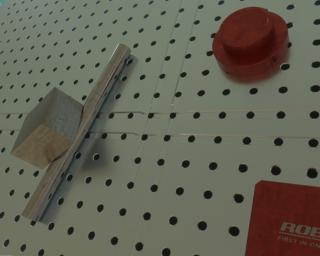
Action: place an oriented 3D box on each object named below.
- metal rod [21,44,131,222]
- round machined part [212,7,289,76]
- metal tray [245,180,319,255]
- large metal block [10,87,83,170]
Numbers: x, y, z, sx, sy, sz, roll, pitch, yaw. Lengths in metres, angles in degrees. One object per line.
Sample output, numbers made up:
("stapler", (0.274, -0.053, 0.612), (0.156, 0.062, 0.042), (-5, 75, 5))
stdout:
("metal rod", (-0.119, -0.005, 0.473), (0.025, 0.025, 0.300), (12, 68, 33))
("round machined part", (0.117, -0.120, 0.410), (0.098, 0.042, 0.098), (-13, 56, 21))
("metal tray", (0.146, 0.099, 0.267), (0.130, 0.030, 0.090), (3, 63, 29))
("large metal block", (-0.163, 0.000, 0.452), (0.080, 0.050, 0.080), (-36, 35, 27))
